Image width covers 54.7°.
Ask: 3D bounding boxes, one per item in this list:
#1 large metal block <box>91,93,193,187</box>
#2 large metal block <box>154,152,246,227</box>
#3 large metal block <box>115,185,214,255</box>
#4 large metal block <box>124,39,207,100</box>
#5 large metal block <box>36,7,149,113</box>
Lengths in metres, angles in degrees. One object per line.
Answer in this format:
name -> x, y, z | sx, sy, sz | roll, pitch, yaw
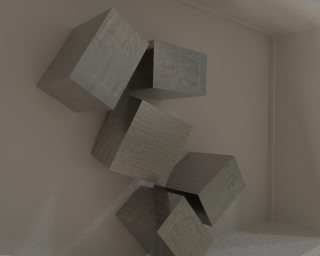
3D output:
large metal block -> -0.020, 0.014, 0.362 | 0.080, 0.050, 0.080 | 25, 90, -38
large metal block -> 0.054, 0.078, 0.419 | 0.080, 0.080, 0.050 | -38, 114, -34
large metal block -> 0.005, 0.121, 0.377 | 0.050, 0.080, 0.080 | -47, 119, -30
large metal block -> -0.002, -0.064, 0.371 | 0.081, 0.080, 0.050 | 3, 88, -40
large metal block -> -0.069, -0.064, 0.314 | 0.050, 0.080, 0.080 | 39, 66, -34
